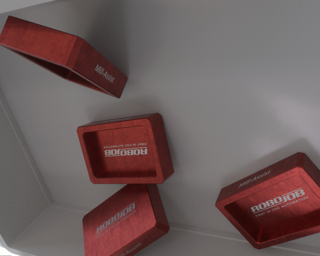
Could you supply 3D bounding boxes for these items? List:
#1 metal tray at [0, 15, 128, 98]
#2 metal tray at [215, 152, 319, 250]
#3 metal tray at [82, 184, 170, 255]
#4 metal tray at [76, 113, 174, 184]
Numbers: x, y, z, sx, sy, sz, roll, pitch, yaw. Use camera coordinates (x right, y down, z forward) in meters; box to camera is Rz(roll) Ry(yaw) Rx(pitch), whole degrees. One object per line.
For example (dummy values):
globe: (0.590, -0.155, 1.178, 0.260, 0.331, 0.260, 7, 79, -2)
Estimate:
metal tray: (-0.101, -0.075, 0.354, 0.090, 0.130, 0.030, 20, 87, 15)
metal tray: (0.147, 0.096, 0.387, 0.090, 0.030, 0.129, 48, 129, -6)
metal tray: (-0.055, 0.139, 0.452, 0.130, 0.090, 0.030, -38, 131, 15)
metal tray: (-0.051, 0.032, 0.438, 0.130, 0.030, 0.089, -7, 102, 31)
